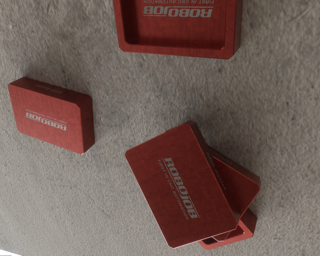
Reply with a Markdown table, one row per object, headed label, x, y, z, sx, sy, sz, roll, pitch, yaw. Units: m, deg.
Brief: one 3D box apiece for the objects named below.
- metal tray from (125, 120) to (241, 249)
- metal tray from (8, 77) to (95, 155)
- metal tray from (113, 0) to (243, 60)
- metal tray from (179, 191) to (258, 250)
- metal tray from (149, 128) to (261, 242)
| label | x | y | z | sx | sy | sz | roll | pitch | yaw |
| --- | --- | --- | --- | --- | --- | --- | --- | --- | --- |
| metal tray | 0.026 | 0.067 | 0.368 | 0.090 | 0.030 | 0.129 | -26 | 89 | 21 |
| metal tray | -0.165 | -0.020 | 0.476 | 0.130 | 0.030 | 0.089 | 17 | 125 | 18 |
| metal tray | 0.016 | -0.122 | 0.318 | 0.130 | 0.030 | 0.089 | 10 | 123 | 22 |
| metal tray | 0.060 | 0.107 | 0.436 | 0.130 | 0.030 | 0.090 | 48 | 128 | -7 |
| metal tray | 0.048 | 0.069 | 0.393 | 0.130 | 0.030 | 0.089 | 32 | 107 | 13 |
